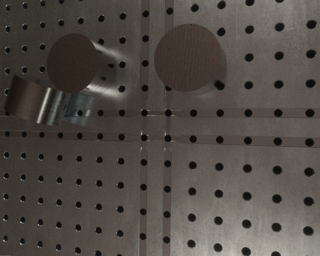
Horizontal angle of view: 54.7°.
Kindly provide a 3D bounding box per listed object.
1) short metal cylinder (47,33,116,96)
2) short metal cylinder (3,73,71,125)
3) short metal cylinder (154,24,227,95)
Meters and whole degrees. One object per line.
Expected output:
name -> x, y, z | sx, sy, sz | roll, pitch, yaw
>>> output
short metal cylinder -> -0.109, -0.087, 0.436 | 0.080, 0.050, 0.079 | 0, 90, 19
short metal cylinder -> -0.173, -0.041, 0.443 | 0.080, 0.080, 0.050 | 23, 98, 18
short metal cylinder -> 0.039, -0.082, 0.385 | 0.080, 0.050, 0.079 | 0, 90, 19
